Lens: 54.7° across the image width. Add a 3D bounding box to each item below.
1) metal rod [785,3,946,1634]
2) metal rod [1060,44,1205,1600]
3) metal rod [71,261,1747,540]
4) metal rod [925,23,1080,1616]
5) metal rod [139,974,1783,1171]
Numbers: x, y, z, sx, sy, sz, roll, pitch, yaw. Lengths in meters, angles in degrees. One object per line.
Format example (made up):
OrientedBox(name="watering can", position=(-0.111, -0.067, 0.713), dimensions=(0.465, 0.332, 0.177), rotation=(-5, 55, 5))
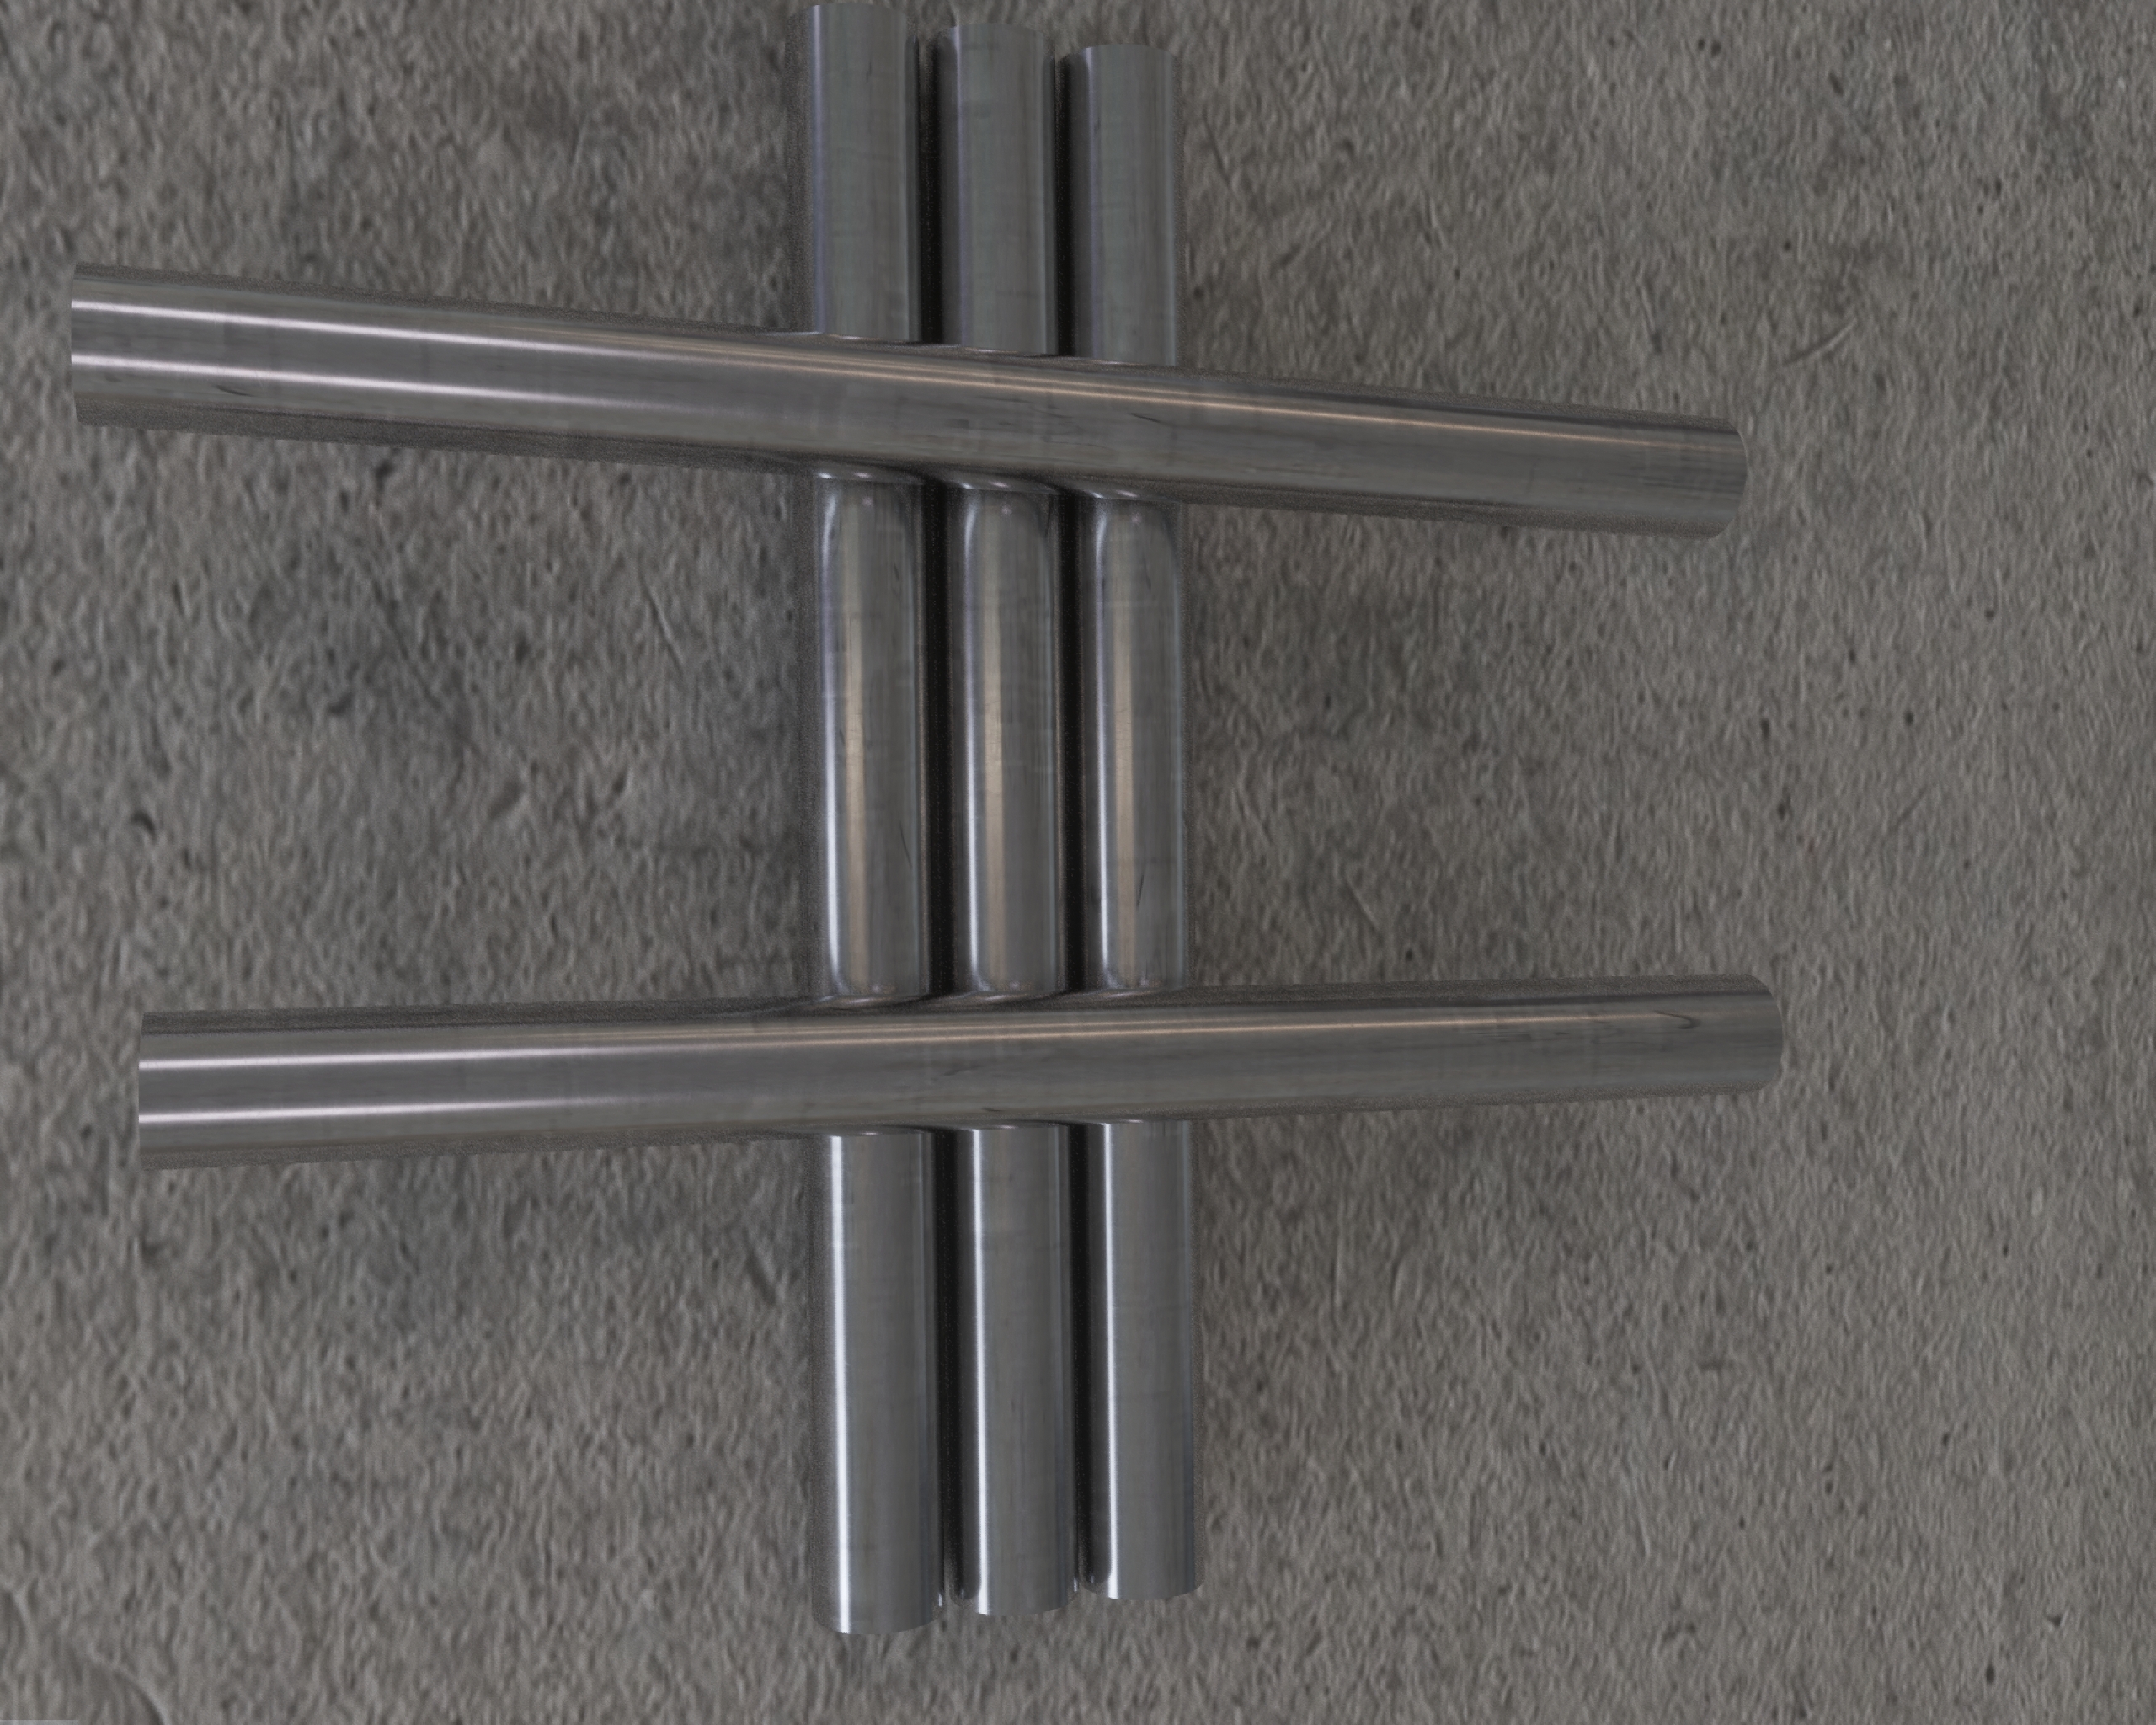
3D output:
OrientedBox(name="metal rod", position=(-0.040, -0.008, 0.394), dimensions=(0.025, 0.025, 0.298), rotation=(-1, 90, -20))
OrientedBox(name="metal rod", position=(0.010, -0.007, 0.412), dimensions=(0.025, 0.025, 0.298), rotation=(-1, 90, -20))
OrientedBox(name="metal rod", position=(-0.013, -0.080, 0.376), dimensions=(0.302, 0.025, 0.025), rotation=(0, 90, -20))
OrientedBox(name="metal rod", position=(-0.015, -0.008, 0.403), dimensions=(0.025, 0.025, 0.298), rotation=(-1, 90, -20))
OrientedBox(name="metal rod", position=(-0.004, 0.036, 0.379), dimensions=(0.302, 0.025, 0.025), rotation=(0, 90, -20))
